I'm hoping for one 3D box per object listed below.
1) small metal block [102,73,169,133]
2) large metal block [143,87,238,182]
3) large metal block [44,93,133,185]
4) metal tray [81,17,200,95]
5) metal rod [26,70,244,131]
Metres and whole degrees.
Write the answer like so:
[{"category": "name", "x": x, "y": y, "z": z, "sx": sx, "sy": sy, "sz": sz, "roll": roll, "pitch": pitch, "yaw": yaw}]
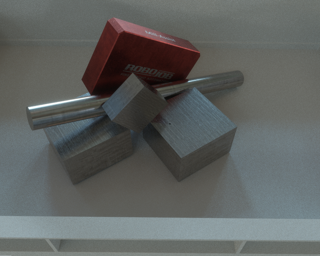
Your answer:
[{"category": "small metal block", "x": -0.027, "y": -0.026, "z": 0.345, "sx": 0.050, "sy": 0.050, "sz": 0.025, "roll": -45, "pitch": 56, "yaw": 11}, {"category": "large metal block", "x": 0.034, "y": 0.006, "z": 0.383, "sx": 0.081, "sy": 0.050, "sz": 0.080, "roll": -27, "pitch": 55, "yaw": -21}, {"category": "large metal block", "x": -0.090, "y": 0.008, "z": 0.376, "sx": 0.081, "sy": 0.050, "sz": 0.080, "roll": -27, "pitch": 55, "yaw": -21}, {"category": "metal tray", "x": -0.021, "y": -0.077, "z": 0.390, "sx": 0.131, "sy": 0.089, "sz": 0.030, "roll": 1, "pitch": 42, "yaw": -43}, {"category": "metal rod", "x": -0.006, "y": -0.042, "z": 0.390, "sx": 0.303, "sy": 0.025, "sz": 0.025, "roll": -15, "pitch": 50, "yaw": -32}]
